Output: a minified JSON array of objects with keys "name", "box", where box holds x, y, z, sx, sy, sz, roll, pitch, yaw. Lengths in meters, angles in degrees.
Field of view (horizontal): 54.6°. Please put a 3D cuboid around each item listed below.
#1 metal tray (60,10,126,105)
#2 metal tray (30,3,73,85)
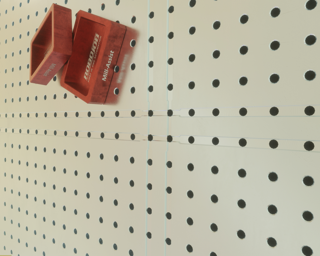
[{"name":"metal tray","box":[-0.111,-0.113,0.499,0.090,0.030,0.129,31,109,35]},{"name":"metal tray","box":[-0.194,-0.142,0.543,0.130,0.030,0.090,-26,64,48]}]
